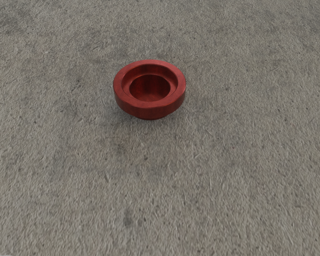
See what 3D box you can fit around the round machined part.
[{"bbox_3d":[-0.014,-0.049,0.434,0.099,0.042,0.098,0,50,0],"label":"round machined part"}]
